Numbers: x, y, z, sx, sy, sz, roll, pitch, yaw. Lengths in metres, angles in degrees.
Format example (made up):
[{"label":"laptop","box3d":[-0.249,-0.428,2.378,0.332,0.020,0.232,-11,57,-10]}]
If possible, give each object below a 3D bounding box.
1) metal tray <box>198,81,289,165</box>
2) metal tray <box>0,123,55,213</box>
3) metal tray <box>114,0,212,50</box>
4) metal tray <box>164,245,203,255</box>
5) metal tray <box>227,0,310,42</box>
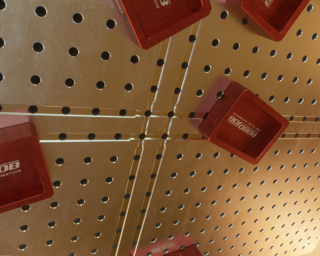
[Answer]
[{"label":"metal tray","box3d":[0.132,-0.003,0.476,0.131,0.030,0.090,26,104,-37]},{"label":"metal tray","box3d":[-0.192,0.054,0.335,0.131,0.030,0.089,-15,125,-20]},{"label":"metal tray","box3d":[-0.008,-0.156,0.306,0.090,0.030,0.130,-32,129,-8]},{"label":"metal tray","box3d":[0.016,0.282,0.589,0.131,0.030,0.089,-11,123,-23]},{"label":"metal tray","box3d":[0.152,-0.184,0.376,0.090,0.030,0.130,24,105,-37]}]
